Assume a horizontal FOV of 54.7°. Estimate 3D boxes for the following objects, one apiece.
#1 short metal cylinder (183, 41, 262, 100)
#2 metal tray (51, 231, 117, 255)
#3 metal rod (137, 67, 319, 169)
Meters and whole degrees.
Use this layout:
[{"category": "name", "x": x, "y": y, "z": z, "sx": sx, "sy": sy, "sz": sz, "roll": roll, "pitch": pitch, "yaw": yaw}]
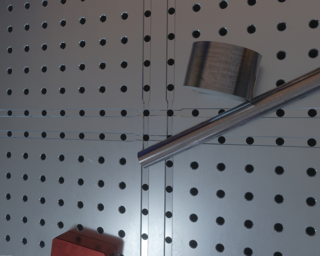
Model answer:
[{"category": "short metal cylinder", "x": 0.071, "y": -0.064, "z": 0.358, "sx": 0.080, "sy": 0.080, "sz": 0.050, "roll": 14, "pitch": 95, "yaw": 19}, {"category": "metal tray", "x": -0.117, "y": 0.228, "z": 0.451, "sx": 0.090, "sy": 0.030, "sz": 0.129, "roll": 9, "pitch": 93, "yaw": 19}, {"category": "metal rod", "x": 0.105, "y": -0.019, "z": 0.375, "sx": 0.300, "sy": 0.025, "sz": 0.025, "roll": -26, "pitch": 82, "yaw": 18}]
